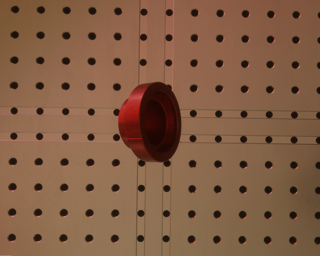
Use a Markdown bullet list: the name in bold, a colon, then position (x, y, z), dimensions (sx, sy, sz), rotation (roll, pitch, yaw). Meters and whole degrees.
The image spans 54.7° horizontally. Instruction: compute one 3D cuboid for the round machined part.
- **round machined part**: position (-0.015, -0.006, 0.385), dimensions (0.042, 0.099, 0.097), rotation (-2, 90, 31)
